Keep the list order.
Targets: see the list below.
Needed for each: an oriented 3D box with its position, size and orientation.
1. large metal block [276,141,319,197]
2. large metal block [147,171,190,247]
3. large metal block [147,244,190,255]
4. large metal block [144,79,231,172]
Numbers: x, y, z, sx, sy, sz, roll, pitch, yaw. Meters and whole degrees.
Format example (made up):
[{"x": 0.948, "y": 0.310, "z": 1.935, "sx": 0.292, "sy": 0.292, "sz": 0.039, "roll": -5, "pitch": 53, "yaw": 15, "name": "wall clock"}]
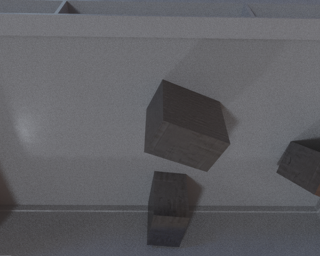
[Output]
[{"x": 0.223, "y": 0.063, "z": 0.419, "sx": 0.080, "sy": 0.080, "sz": 0.050, "roll": 21, "pitch": 96, "yaw": -16, "name": "large metal block"}, {"x": 0.010, "y": 0.125, "z": 0.480, "sx": 0.050, "sy": 0.080, "sz": 0.079, "roll": 6, "pitch": 130, "yaw": -5, "name": "large metal block"}, {"x": 0.018, "y": 0.287, "z": 0.620, "sx": 0.080, "sy": 0.080, "sz": 0.050, "roll": -11, "pitch": 129, "yaw": 9, "name": "large metal block"}, {"x": 0.029, "y": -0.004, "z": 0.370, "sx": 0.080, "sy": 0.080, "sz": 0.050, "roll": 19, "pitch": 128, "yaw": -16, "name": "large metal block"}]
